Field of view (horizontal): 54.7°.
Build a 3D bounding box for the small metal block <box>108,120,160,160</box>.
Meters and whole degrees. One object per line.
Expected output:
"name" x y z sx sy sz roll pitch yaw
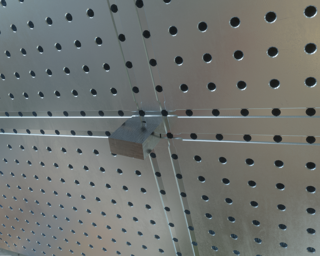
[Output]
"small metal block" -0.034 0.015 0.420 0.050 0.050 0.025 9 122 23
